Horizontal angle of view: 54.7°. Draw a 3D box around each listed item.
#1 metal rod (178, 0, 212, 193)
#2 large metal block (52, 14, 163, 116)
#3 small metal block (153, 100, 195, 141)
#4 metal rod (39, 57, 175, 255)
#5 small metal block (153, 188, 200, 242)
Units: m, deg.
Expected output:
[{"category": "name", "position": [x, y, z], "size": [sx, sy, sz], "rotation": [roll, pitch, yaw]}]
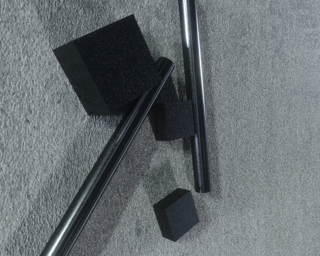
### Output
[{"category": "metal rod", "position": [0.050, -0.055, 0.449], "size": [0.025, 0.025, 0.298], "rotation": [-10, 96, -40]}, {"category": "large metal block", "position": [-0.055, -0.069, 0.343], "size": [0.080, 0.050, 0.080], "rotation": [-39, 114, -33]}, {"category": "small metal block", "position": [0.019, -0.011, 0.423], "size": [0.050, 0.025, 0.050], "rotation": [-10, 97, -40]}, {"category": "metal rod", "position": [-0.058, 0.036, 0.357], "size": [0.025, 0.025, 0.300], "rotation": [43, 64, -32]}, {"category": "small metal block", "position": [0.023, 0.118, 0.427], "size": [0.050, 0.025, 0.050], "rotation": [-27, 107, -37]}]
